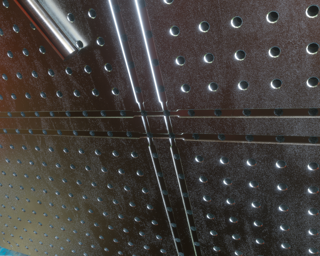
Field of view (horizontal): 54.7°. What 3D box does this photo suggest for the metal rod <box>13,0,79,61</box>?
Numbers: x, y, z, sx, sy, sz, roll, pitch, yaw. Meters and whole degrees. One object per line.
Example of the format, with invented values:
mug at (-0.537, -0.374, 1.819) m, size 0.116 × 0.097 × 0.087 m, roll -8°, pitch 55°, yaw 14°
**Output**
metal rod at (-0.211, -0.213, 0.390) m, size 0.025 × 0.025 × 0.300 m, roll -32°, pitch 101°, yaw 38°
